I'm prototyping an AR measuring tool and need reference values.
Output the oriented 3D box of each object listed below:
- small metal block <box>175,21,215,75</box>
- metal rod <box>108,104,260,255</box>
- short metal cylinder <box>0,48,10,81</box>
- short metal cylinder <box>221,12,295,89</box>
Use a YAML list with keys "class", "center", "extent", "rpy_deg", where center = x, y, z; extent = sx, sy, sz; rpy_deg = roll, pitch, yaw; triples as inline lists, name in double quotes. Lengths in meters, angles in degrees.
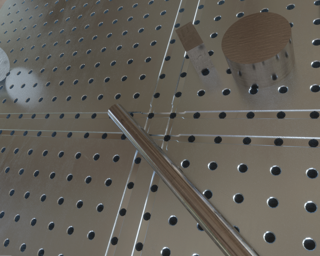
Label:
- class: "small metal block"
  center: [0.049, -0.112, 0.435]
  extent: [0.025, 0.050, 0.050]
  rpy_deg: [-27, 52, 11]
- class: "metal rod"
  center: [0.016, 0.058, 0.364]
  extent: [0.025, 0.025, 0.300]
  rpy_deg: [-43, 51, -2]
- class: "short metal cylinder"
  center: [-0.368, -0.134, 0.649]
  extent: [0.050, 0.080, 0.080]
  rpy_deg: [2, 63, 29]
- class: "short metal cylinder"
  center: [0.123, -0.096, 0.387]
  extent: [0.080, 0.050, 0.080]
  rpy_deg: [-13, 56, 21]
